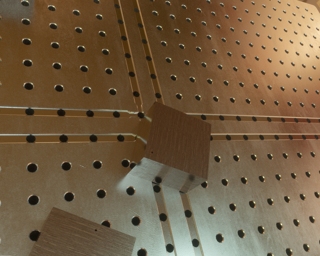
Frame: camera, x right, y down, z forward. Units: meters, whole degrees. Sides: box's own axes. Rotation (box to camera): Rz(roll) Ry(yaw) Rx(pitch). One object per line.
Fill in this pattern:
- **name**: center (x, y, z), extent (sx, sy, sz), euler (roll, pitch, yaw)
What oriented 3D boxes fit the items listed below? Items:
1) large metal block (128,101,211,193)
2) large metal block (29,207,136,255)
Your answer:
- **large metal block**: center (0.014, 0.025, 0.386), extent (0.080, 0.050, 0.080), euler (22, 54, -16)
- **large metal block**: center (-0.077, 0.128, 0.274), extent (0.080, 0.050, 0.080), euler (26, 53, -13)
